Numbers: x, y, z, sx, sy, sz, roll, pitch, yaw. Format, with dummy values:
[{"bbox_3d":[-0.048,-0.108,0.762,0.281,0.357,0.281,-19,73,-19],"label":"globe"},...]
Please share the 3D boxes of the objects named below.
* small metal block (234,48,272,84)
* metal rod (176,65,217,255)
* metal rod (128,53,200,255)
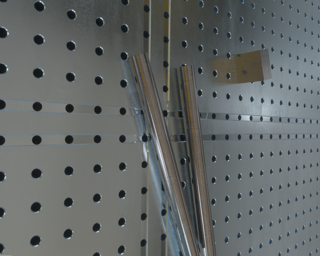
[{"bbox_3d":[0.159,-0.105,0.529,0.025,0.050,0.050,-19,103,-39],"label":"small metal block"},{"bbox_3d":[0.056,0.059,0.458,0.025,0.025,0.298,-13,99,-40],"label":"metal rod"},{"bbox_3d":[0.010,0.050,0.419,0.025,0.025,0.298,-25,106,-38],"label":"metal rod"}]
